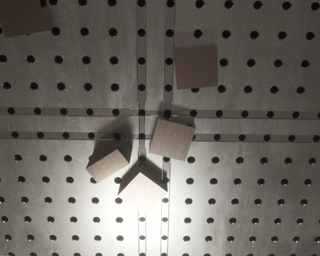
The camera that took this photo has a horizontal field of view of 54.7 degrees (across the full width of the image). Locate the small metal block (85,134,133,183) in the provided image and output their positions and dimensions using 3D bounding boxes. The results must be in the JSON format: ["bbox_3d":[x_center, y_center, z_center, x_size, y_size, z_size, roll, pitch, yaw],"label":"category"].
[{"bbox_3d":[-0.066,0.040,0.414,0.050,0.050,0.025,-32,107,10],"label":"small metal block"}]

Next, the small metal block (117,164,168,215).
[{"bbox_3d":[-0.024,0.089,0.446,0.050,0.025,0.050,39,105,-14],"label":"small metal block"}]

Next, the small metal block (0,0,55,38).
[{"bbox_3d":[-0.158,-0.135,0.361,0.050,0.025,0.050,-9,110,3],"label":"small metal block"}]

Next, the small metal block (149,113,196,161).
[{"bbox_3d":[0.016,0.012,0.418,0.050,0.025,0.050,14,109,-6],"label":"small metal block"}]

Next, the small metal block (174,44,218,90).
[{"bbox_3d":[0.044,-0.077,0.386,0.050,0.025,0.050,-5,110,1],"label":"small metal block"}]
